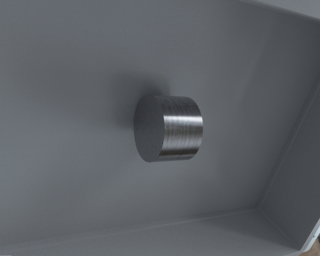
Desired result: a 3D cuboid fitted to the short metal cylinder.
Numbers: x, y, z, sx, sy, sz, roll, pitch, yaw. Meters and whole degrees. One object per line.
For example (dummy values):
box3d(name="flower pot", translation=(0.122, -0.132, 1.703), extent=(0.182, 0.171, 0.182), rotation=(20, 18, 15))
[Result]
box3d(name="short metal cylinder", translation=(0.008, 0.001, 0.376), extent=(0.050, 0.080, 0.079), rotation=(0, 118, -29))
